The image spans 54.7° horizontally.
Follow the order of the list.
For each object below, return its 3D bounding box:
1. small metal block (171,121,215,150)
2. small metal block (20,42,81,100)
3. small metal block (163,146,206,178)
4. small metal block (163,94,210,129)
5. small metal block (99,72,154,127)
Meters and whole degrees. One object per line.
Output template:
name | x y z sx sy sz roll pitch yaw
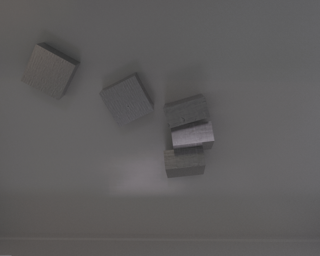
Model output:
small metal block | 0.041 0.013 0.400 0.050 0.050 0.025 -7 74 2
small metal block | -0.135 -0.070 0.384 0.050 0.025 0.050 28 108 -10
small metal block | 0.033 0.047 0.413 0.050 0.050 0.025 -7 68 2
small metal block | 0.033 -0.022 0.388 0.050 0.050 0.025 -16 99 6
small metal block | -0.042 -0.036 0.397 0.050 0.025 0.050 -26 108 9
